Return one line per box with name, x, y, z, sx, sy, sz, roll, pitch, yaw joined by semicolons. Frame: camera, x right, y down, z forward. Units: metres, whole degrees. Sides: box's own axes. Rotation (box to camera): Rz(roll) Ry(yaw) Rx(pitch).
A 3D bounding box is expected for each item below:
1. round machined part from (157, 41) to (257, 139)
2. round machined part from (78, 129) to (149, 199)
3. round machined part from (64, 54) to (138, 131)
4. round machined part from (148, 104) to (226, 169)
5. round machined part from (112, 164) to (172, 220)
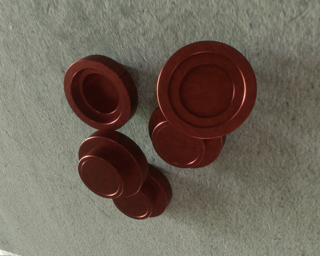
round machined part;0.049;-0.039;0.328;0.098;0.042;0.097;1;94;11
round machined part;-0.068;0.054;0.409;0.098;0.042;0.097;13;124;21
round machined part;-0.071;-0.048;0.402;0.098;0.042;0.097;13;124;20
round machined part;0.029;0.011;0.386;0.098;0.042;0.097;13;124;20
round machined part;-0.034;0.101;0.475;0.098;0.042;0.097;13;124;20
